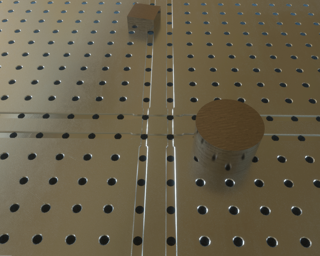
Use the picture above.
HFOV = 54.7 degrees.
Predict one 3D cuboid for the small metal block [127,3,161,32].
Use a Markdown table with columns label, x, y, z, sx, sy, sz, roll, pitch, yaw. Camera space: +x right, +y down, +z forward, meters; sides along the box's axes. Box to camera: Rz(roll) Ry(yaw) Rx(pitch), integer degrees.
| label | x | y | z | sx | sy | sz | roll | pitch | yaw |
| --- | --- | --- | --- | --- | --- | --- | --- | --- | --- |
| small metal block | -0.029 | -0.208 | 0.582 | 0.050 | 0.025 | 0.050 | 11 | 51 | 9 |

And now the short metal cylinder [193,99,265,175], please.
| label | x | y | z | sx | sy | sz | roll | pitch | yaw |
| --- | --- | --- | --- | --- | --- | --- | --- | --- | --- |
| short metal cylinder | 0.082 | 0.010 | 0.383 | 0.080 | 0.050 | 0.080 | 0 | 50 | 0 |
